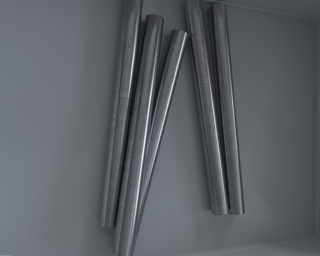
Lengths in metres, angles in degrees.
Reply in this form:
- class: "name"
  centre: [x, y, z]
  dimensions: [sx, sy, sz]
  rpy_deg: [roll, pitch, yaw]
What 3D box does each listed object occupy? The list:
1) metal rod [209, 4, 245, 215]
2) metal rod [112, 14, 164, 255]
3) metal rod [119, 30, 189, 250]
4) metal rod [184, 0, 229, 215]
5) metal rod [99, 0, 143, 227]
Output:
- class: "metal rod"
  centre: [0.097, -0.025, 0.447]
  dimensions: [0.025, 0.025, 0.298]
  rpy_deg: [-7, 92, -20]
- class: "metal rod"
  centre: [-0.026, 0.003, 0.387]
  dimensions: [0.025, 0.025, 0.298]
  rpy_deg: [10, 81, -20]
- class: "metal rod"
  centre: [-0.010, 0.016, 0.407]
  dimensions: [0.025, 0.025, 0.299]
  rpy_deg: [16, 84, -20]
- class: "metal rod"
  centre: [0.066, -0.027, 0.436]
  dimensions: [0.025, 0.025, 0.298]
  rpy_deg: [-9, 93, -20]
- class: "metal rod"
  centre: [-0.048, -0.027, 0.393]
  dimensions: [0.025, 0.025, 0.298]
  rpy_deg: [7, 88, -20]
